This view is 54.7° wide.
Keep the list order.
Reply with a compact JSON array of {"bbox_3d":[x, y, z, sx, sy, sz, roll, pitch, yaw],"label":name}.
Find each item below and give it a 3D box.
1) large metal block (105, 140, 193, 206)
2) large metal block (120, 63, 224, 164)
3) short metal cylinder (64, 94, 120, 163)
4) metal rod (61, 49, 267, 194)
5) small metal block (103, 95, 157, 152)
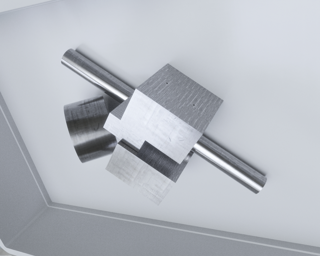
[{"bbox_3d":[-0.009,0.038,0.399,0.080,0.080,0.050,34,129,5],"label":"large metal block"},{"bbox_3d":[0.015,-0.019,0.352,0.080,0.080,0.050,35,129,5],"label":"large metal block"},{"bbox_3d":[-0.089,0.001,0.409,0.050,0.080,0.079,-17,116,-8],"label":"short metal cylinder"},{"bbox_3d":[0.001,-0.012,0.399,0.301,0.025,0.025,34,129,5],"label":"metal rod"},{"bbox_3d":[-0.030,-0.007,0.372,0.050,0.050,0.025,35,129,4],"label":"small metal block"}]
